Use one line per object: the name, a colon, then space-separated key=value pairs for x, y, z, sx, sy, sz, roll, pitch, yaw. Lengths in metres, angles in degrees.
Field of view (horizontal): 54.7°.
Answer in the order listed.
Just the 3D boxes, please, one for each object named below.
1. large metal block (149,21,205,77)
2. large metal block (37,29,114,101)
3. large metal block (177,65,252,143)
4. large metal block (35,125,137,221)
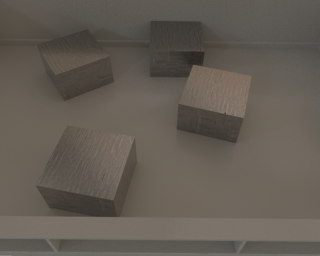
large metal block: x=0.025 y=-0.127 z=0.496 sx=0.081 sy=0.050 sz=0.080 roll=1 pitch=50 yaw=0
large metal block: x=-0.127 y=-0.097 z=0.469 sx=0.081 sy=0.050 sz=0.080 roll=-25 pitch=55 yaw=-20
large metal block: x=0.073 y=-0.034 z=0.418 sx=0.080 sy=0.050 sz=0.080 roll=13 pitch=51 yaw=10
large metal block: x=-0.076 y=0.049 z=0.347 sx=0.080 sy=0.050 sz=0.080 roll=9 pitch=51 yaw=7
